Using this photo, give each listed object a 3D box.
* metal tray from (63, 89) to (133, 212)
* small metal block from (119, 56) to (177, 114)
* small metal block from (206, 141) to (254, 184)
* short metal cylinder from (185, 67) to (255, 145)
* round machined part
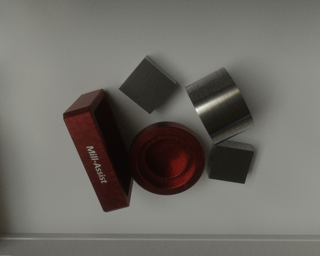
[{"bbox_3d":[-0.069,0.025,0.383,0.030,0.090,0.129,-16,109,6],"label":"metal tray"},{"bbox_3d":[-0.015,-0.054,0.389,0.050,0.025,0.050,39,106,-12],"label":"small metal block"},{"bbox_3d":[0.096,0.046,0.428,0.050,0.025,0.050,9,109,-3],"label":"small metal block"},{"bbox_3d":[0.071,-0.026,0.372,0.050,0.080,0.080,-28,108,9],"label":"short metal cylinder"},{"bbox_3d":[0.008,0.037,0.413,0.099,0.042,0.097,0,110,-1],"label":"round machined part"}]
